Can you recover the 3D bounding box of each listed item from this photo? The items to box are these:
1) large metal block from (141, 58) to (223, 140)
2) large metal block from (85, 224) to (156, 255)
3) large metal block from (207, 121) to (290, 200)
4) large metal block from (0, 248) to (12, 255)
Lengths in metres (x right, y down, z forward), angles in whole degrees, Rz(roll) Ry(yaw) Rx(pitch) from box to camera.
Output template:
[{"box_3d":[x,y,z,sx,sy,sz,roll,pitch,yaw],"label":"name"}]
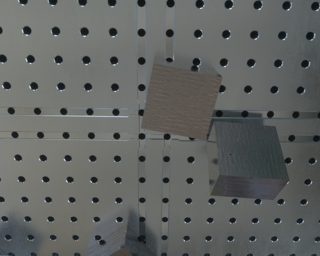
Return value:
[{"box_3d":[0.024,-0.037,0.387,0.081,0.050,0.079,11,110,-5],"label":"large metal block"},{"box_3d":[-0.060,0.210,0.477,0.080,0.050,0.080,-34,107,11],"label":"large metal block"},{"box_3d":[0.106,0.041,0.393,0.081,0.080,0.050,5,140,-2],"label":"large metal block"},{"box_3d":[-0.260,0.233,0.466,0.080,0.080,0.050,43,104,-15],"label":"large metal block"}]
